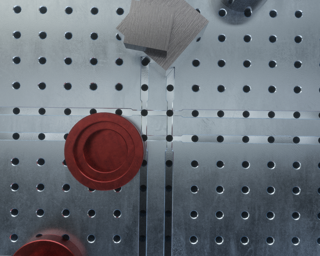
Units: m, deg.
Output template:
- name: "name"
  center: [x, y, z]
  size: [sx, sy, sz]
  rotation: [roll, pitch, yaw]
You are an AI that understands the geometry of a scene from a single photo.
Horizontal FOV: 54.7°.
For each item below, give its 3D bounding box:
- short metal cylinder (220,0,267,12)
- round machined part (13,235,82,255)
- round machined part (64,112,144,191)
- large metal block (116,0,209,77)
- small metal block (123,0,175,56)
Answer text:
- name: "short metal cylinder"
  center: [0.116, -0.199, 0.401]
  size: [0.081, 0.050, 0.080]
  rotation: [0, 90, 0]
- name: "round machined part"
  center: [-0.152, 0.195, 0.404]
  size: [0.099, 0.042, 0.097]
  rotation: [0, 90, 0]
- name: "round machined part"
  center: [-0.070, 0.029, 0.404]
  size: [0.099, 0.042, 0.097]
  rotation: [0, 90, 0]
- name: "large metal block"
  center: [0.003, -0.125, 0.401]
  size: [0.080, 0.050, 0.080]
  rotation: [41, 90, 0]
- name: "small metal block"
  center: [-0.012, -0.116, 0.363]
  size: [0.050, 0.025, 0.050]
  rotation: [11, 90, 0]
